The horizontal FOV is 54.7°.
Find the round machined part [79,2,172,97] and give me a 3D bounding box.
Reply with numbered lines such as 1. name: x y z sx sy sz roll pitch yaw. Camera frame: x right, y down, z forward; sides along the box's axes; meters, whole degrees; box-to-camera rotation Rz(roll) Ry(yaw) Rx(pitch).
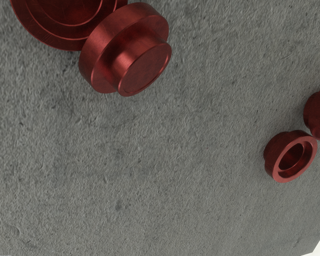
1. round machined part: -0.027 -0.069 0.307 0.098 0.042 0.098 -40 166 -12

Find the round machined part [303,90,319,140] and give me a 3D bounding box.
1. round machined part: 0.282 -0.026 0.522 0.099 0.042 0.097 -8 105 -29

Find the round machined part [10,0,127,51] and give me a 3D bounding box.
1. round machined part: -0.082 -0.122 0.275 0.099 0.042 0.097 -14 124 -21

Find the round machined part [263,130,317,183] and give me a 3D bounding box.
1. round machined part: 0.223 0.045 0.545 0.099 0.042 0.097 -14 124 -21
